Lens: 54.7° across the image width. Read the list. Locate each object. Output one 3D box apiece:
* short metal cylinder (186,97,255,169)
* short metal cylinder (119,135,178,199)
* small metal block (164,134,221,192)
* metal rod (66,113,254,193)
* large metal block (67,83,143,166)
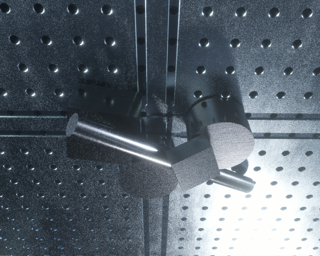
[{"bbox_3d":[0.075,0.008,0.398,0.081,0.050,0.079,0,130,0],"label":"short metal cylinder"},{"bbox_3d":[-0.015,0.055,0.437,0.081,0.050,0.079,0,130,0],"label":"short metal cylinder"},{"bbox_3d":[0.039,0.042,0.368,0.050,0.025,0.050,-25,128,-3],"label":"small metal block"},{"bbox_3d":[0.025,0.043,0.398,0.302,0.025,0.025,22,128,-36],"label":"metal rod"},{"bbox_3d":[-0.069,-0.003,0.385,0.081,0.050,0.079,8,130,-7],"label":"large metal block"}]
